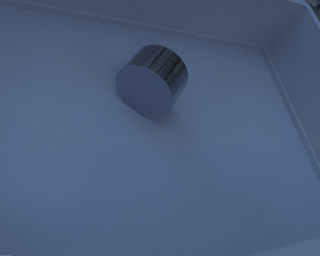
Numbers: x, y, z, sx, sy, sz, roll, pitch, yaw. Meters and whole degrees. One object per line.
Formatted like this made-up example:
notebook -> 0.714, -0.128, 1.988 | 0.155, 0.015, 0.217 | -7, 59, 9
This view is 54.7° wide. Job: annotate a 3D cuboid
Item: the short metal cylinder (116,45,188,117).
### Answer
short metal cylinder -> -0.010, -0.060, 0.403 | 0.080, 0.080, 0.050 | 36, 51, -5
